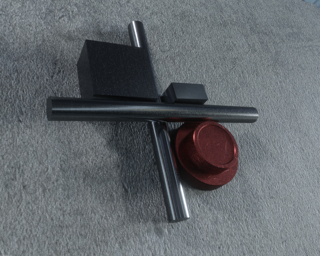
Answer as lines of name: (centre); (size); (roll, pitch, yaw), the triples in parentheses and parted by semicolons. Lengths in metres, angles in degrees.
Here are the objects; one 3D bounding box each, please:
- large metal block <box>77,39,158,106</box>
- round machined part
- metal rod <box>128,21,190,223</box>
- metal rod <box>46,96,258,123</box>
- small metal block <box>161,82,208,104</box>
large metal block: (-0.057, -0.060, 0.396); (0.081, 0.050, 0.080); (1, 62, -28)
round machined part: (0.064, 0.030, 0.411); (0.099, 0.042, 0.098); (14, 56, -21)
metal rod: (-0.008, -0.026, 0.418); (0.025, 0.025, 0.299); (2, 61, -28)
metal rod: (0.015, -0.020, 0.395); (0.303, 0.025, 0.025); (0, 62, -33)
small metal block: (0.030, -0.038, 0.430); (0.050, 0.050, 0.025); (-1, 63, -29)
